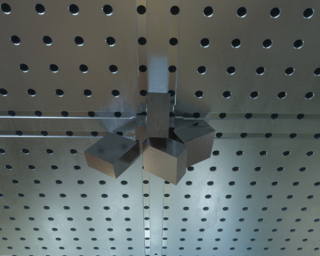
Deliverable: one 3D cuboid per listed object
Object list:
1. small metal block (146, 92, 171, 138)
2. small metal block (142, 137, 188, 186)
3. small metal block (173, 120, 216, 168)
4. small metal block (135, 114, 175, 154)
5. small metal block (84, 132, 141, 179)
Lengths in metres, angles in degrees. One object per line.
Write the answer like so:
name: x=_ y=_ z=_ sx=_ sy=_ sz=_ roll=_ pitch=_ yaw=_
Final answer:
small metal block: x=-0.003 y=-0.016 z=0.368 sx=0.025 sy=0.050 sz=0.050 roll=3 pitch=94 yaw=-1
small metal block: x=0.006 y=0.039 z=0.396 sx=0.050 sy=0.025 sz=0.050 roll=22 pitch=135 yaw=25
small metal block: x=0.044 y=0.023 z=0.417 sx=0.050 sy=0.025 sz=0.050 roll=-19 pitch=135 yaw=-25
small metal block: x=-0.007 y=0.009 z=0.420 sx=0.050 sy=0.025 sz=0.050 roll=2 pitch=130 yaw=-2
small metal block: x=-0.062 y=0.035 z=0.411 sx=0.050 sy=0.050 sz=0.025 roll=18 pitch=131 yaw=31
